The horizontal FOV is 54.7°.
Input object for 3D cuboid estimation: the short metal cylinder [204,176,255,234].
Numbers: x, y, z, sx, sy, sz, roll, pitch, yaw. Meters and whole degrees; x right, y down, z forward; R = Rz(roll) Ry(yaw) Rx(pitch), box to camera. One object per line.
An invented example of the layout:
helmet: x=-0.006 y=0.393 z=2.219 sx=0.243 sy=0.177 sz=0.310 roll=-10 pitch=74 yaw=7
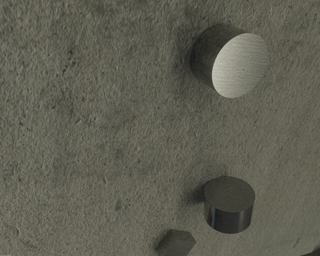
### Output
short metal cylinder: x=0.113 y=0.125 z=0.511 sx=0.081 sy=0.080 sz=0.050 roll=-17 pitch=125 yaw=-19

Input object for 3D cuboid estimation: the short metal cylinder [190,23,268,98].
short metal cylinder: x=0.085 y=-0.084 z=0.386 sx=0.081 sy=0.050 sz=0.079 roll=-14 pitch=124 yaw=-21

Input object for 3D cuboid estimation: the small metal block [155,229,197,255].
small metal block: x=0.029 y=0.211 z=0.553 sx=0.050 sy=0.025 sz=0.050 roll=23 pitch=106 yaw=-37
